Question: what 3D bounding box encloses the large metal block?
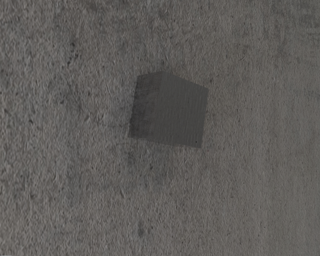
[{"bbox_3d":[0.012,-0.020,0.397,0.081,0.050,0.080,14,82,-39],"label":"large metal block"}]
